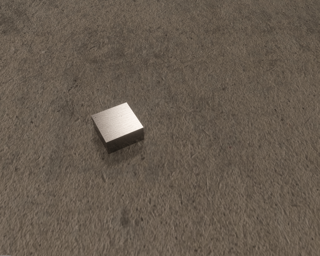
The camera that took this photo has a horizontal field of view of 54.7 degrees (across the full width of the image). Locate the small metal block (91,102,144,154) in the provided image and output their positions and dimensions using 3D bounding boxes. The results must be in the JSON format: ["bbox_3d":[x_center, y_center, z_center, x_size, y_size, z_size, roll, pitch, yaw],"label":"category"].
[{"bbox_3d":[-0.055,-0.001,0.403,0.050,0.025,0.050,-23,54,-19],"label":"small metal block"}]
